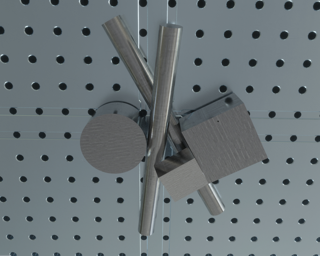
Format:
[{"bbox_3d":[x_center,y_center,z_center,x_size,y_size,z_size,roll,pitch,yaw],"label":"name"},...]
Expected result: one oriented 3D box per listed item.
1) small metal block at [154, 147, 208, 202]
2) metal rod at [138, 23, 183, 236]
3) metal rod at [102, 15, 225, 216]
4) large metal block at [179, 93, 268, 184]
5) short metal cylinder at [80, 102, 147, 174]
[{"bbox_3d":[0.028,0.060,0.398,0.050,0.025,0.050,-29,123,2],"label":"small metal block"},{"bbox_3d":[-0.004,0.022,0.397,0.025,0.025,0.298,6,118,-2],"label":"metal rod"},{"bbox_3d":[0.013,-0.003,0.408,0.025,0.025,0.299,-27,109,9],"label":"metal rod"},{"bbox_3d":[0.080,0.012,0.401,0.080,0.050,0.080,-26,108,9],"label":"large metal block"},{"bbox_3d":[-0.057,0.012,0.400,0.081,0.050,0.079,0,110,-1],"label":"short metal cylinder"}]
